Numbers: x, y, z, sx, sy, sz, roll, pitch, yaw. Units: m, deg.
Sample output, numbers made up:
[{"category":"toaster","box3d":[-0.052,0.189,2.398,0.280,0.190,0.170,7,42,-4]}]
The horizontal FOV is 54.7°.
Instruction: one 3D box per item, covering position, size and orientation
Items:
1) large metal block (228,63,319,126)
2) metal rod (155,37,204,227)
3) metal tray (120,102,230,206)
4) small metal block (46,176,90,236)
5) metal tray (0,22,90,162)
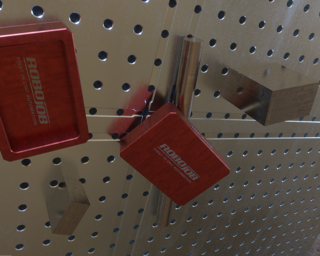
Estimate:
[{"category":"large metal block","box3d":[0.155,-0.050,0.432,0.081,0.080,0.050,-12,124,-22]},{"category":"metal rod","box3d":[0.022,0.024,0.440,0.025,0.025,0.298,-7,122,-25]},{"category":"metal tray","box3d":[0.021,0.039,0.415,0.090,0.030,0.130,-38,118,13]},{"category":"small metal block","box3d":[-0.118,0.098,0.393,0.025,0.050,0.050,23,106,-37]},{"category":"metal tray","box3d":[-0.128,-0.035,0.316,0.091,0.030,0.129,-15,125,-21]}]
